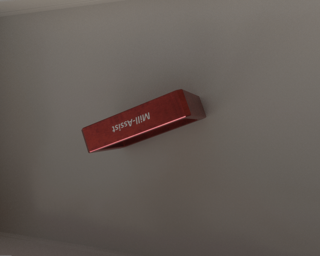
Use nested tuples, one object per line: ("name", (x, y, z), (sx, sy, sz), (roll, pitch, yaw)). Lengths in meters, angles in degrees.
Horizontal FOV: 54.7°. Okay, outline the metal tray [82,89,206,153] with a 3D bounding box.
("metal tray", (-0.017, -0.006, 0.380), (0.130, 0.090, 0.030), (-20, 84, 18))
